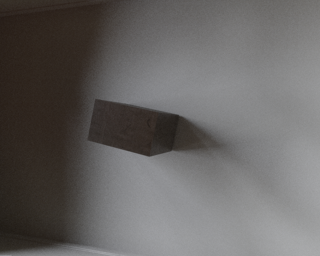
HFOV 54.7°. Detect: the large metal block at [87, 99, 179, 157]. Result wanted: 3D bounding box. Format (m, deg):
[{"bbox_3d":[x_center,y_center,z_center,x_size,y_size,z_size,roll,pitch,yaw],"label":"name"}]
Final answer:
[{"bbox_3d":[-0.030,-0.001,0.388,0.080,0.080,0.050,13,95,19],"label":"large metal block"}]
